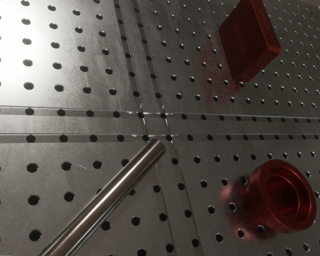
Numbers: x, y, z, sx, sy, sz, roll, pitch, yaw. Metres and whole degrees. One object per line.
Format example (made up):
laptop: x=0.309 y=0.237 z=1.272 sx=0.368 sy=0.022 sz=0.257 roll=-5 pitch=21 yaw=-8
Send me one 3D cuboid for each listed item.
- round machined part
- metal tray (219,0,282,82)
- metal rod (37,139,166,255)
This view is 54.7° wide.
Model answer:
round machined part: x=0.163 y=0.096 z=0.429 sx=0.099 sy=0.042 sz=0.098 roll=14 pitch=56 yaw=-21
metal tray: x=0.154 y=-0.159 z=0.549 sx=0.030 sy=0.090 sz=0.130 roll=7 pitch=59 yaw=-25
metal rod: x=-0.085 y=0.107 z=0.297 sx=0.025 sy=0.025 sz=0.302 roll=44 pitch=51 yaw=1
